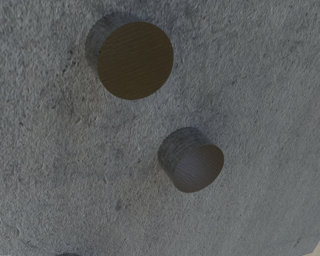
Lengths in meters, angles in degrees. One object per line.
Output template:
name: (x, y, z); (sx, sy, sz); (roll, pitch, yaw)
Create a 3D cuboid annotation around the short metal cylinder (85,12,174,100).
short metal cylinder: (-0.033, -0.076, 0.326); (0.081, 0.050, 0.079); (-14, 124, -21)

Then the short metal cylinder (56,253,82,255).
short metal cylinder: (-0.143, 0.234, 0.457); (0.081, 0.050, 0.079); (-14, 124, -21)

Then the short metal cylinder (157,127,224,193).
short metal cylinder: (0.043, 0.045, 0.442); (0.081, 0.050, 0.079); (-14, 124, -21)
